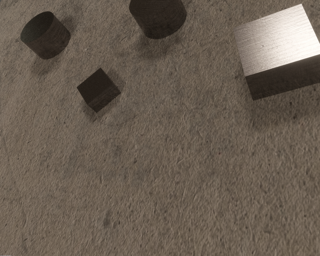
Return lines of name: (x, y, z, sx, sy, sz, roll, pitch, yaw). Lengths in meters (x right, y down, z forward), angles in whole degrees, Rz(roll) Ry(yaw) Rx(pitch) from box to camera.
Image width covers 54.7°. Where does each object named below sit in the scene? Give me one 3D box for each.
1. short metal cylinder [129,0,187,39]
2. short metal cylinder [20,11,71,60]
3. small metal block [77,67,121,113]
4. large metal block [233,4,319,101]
short metal cylinder: (-0.003, -0.193, 0.506, 0.080, 0.050, 0.080, -13, 56, 20)
short metal cylinder: (-0.227, -0.184, 0.617, 0.080, 0.050, 0.080, -13, 56, 20)
small metal block: (-0.097, -0.060, 0.490, 0.050, 0.025, 0.050, -39, 51, 1)
large metal block: (0.139, -0.089, 0.369, 0.080, 0.050, 0.080, -15, 56, 19)
